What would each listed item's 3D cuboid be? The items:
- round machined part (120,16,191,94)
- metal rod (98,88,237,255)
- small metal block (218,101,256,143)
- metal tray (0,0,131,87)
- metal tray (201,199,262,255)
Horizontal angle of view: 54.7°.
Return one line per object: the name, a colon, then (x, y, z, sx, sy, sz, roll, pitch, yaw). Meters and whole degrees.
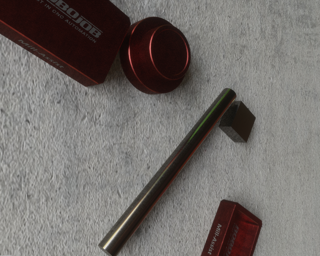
round machined part: (0.001, -0.093, 0.396, 0.099, 0.042, 0.097, 0, 90, -40)
metal rod: (0.025, 0.044, 0.428, 0.301, 0.025, 0.025, -49, 119, -29)
small metal block: (0.130, -0.010, 0.516, 0.050, 0.025, 0.050, 40, 66, -33)
metal tray: (-0.101, -0.113, 0.318, 0.130, 0.030, 0.090, 33, 70, -36)
metal tray: (0.114, 0.194, 0.499, 0.090, 0.030, 0.130, 39, 66, -33)
